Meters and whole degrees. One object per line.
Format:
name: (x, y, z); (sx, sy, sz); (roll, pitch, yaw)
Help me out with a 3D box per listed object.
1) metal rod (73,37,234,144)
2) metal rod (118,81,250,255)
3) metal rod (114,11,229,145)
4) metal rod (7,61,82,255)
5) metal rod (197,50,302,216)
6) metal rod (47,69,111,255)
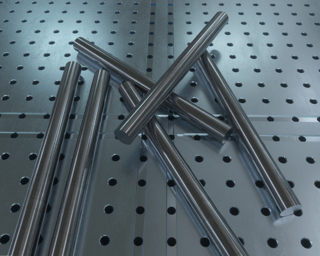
metal rod: (-0.025, -0.067, 0.463); (0.300, 0.025, 0.025); (34, 58, 25)
metal rod: (0.019, 0.043, 0.371); (0.025, 0.025, 0.300); (-21, 53, -17)
metal rod: (0.031, -0.089, 0.448); (0.025, 0.025, 0.301); (24, 54, 19)
metal rod: (-0.135, 0.020, 0.390); (0.025, 0.025, 0.300); (0, 50, 0)
metal rod: (0.102, -0.022, 0.426); (0.025, 0.025, 0.300); (-12, 51, -10)
metal rod: (-0.093, 0.035, 0.377); (0.025, 0.025, 0.300); (1, 50, 1)
